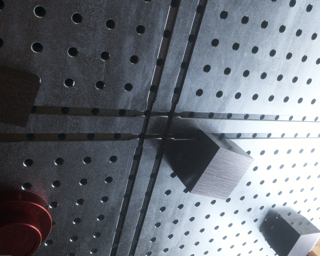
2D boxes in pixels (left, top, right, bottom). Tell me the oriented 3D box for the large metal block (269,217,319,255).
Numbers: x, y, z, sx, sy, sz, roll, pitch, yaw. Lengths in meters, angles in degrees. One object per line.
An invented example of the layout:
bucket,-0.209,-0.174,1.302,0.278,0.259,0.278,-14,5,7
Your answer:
large metal block,0.318,0.261,0.730,0.081,0.050,0.079,7,115,-31

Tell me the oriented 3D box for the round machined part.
round machined part,-0.184,0.128,0.379,0.099,0.042,0.097,-14,124,-21

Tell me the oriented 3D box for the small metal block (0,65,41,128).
small metal block,-0.153,-0.033,0.307,0.050,0.025,0.050,15,111,-34

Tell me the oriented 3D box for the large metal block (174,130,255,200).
large metal block,0.083,0.059,0.476,0.080,0.050,0.080,20,108,-36
